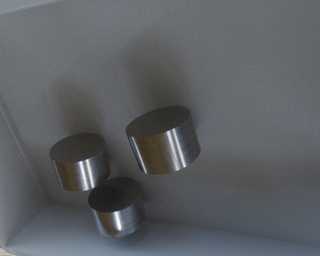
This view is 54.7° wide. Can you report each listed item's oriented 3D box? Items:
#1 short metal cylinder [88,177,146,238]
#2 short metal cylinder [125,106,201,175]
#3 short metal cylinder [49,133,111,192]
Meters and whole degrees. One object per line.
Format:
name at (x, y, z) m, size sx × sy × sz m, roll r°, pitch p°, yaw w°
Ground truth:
short metal cylinder at (-0.066, 0.121, 0.481) m, size 0.080 × 0.080 × 0.050 m, roll 6°, pitch 121°, yaw 25°
short metal cylinder at (0.004, 0.013, 0.378) m, size 0.080 × 0.080 × 0.050 m, roll -4°, pitch 116°, yaw 30°
short metal cylinder at (-0.118, 0.049, 0.464) m, size 0.080 × 0.080 × 0.050 m, roll 8°, pitch 122°, yaw 23°
